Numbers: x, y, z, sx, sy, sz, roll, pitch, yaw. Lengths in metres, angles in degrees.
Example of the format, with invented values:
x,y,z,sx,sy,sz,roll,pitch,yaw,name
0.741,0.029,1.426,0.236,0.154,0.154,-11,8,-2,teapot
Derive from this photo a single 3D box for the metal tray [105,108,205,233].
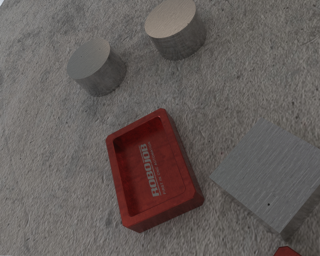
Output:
x,y,z,sx,sy,sz,roll,pitch,yaw,name
-0.011,0.048,0.377,0.090,0.030,0.130,-27,52,11,metal tray

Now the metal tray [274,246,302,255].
x,y,z,sx,sy,sz,roll,pitch,yaw,name
0.102,0.174,0.240,0.090,0.030,0.130,31,79,38,metal tray

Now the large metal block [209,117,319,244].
x,y,z,sx,sy,sz,roll,pitch,yaw,name
0.110,0.049,0.300,0.080,0.050,0.080,-48,51,-6,large metal block

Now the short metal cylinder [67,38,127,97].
x,y,z,sx,sy,sz,roll,pitch,yaw,name
-0.102,-0.097,0.501,0.080,0.050,0.080,-13,56,21,short metal cylinder

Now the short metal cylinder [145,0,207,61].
x,y,z,sx,sy,sz,roll,pitch,yaw,name
0.024,-0.149,0.467,0.080,0.050,0.080,-13,56,21,short metal cylinder
